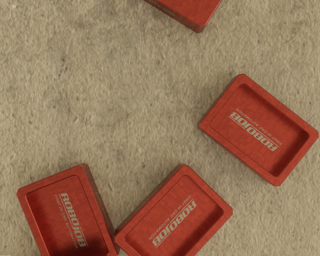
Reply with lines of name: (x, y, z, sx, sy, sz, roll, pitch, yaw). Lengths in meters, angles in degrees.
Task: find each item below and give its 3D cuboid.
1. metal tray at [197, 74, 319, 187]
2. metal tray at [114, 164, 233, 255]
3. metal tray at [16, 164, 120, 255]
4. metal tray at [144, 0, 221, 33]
metal tray: (0.127, 0.003, 0.409, 0.130, 0.030, 0.090, 38, 90, -1)
metal tray: (0.017, 0.121, 0.400, 0.090, 0.030, 0.130, 45, 84, -3)
metal tray: (-0.117, 0.122, 0.406, 0.090, 0.030, 0.129, -22, 90, -1)
metal tray: (0.023, -0.198, 0.408, 0.130, 0.030, 0.090, 32, 90, -1)
